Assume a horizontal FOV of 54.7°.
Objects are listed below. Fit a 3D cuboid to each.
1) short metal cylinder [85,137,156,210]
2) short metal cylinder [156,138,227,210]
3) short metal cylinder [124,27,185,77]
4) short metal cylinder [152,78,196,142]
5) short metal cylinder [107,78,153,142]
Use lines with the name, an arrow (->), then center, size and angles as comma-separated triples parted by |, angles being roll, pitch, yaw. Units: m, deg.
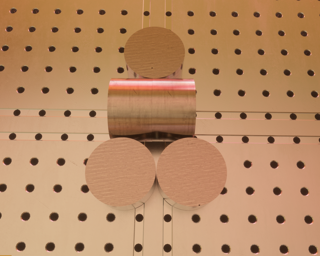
short metal cylinder -> -0.045, 0.057, 0.376 | 0.081, 0.050, 0.080 | 0, 70, 0
short metal cylinder -> 0.036, 0.057, 0.376 | 0.081, 0.050, 0.080 | 0, 70, 0
short metal cylinder -> -0.007, -0.093, 0.432 | 0.081, 0.050, 0.080 | 0, 70, 0
short metal cylinder -> 0.016, -0.022, 0.392 | 0.050, 0.080, 0.080 | 0, 70, 0
short metal cylinder -> -0.035, -0.023, 0.391 | 0.050, 0.080, 0.080 | 0, 70, 0
